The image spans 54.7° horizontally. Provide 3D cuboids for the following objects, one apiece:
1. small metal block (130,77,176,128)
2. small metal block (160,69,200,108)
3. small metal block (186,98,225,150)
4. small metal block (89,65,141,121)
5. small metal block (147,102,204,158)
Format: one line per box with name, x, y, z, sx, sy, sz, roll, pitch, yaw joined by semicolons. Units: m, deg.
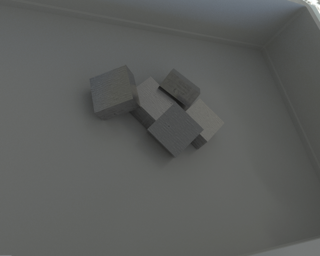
small metal block;-0.014;-0.034;0.418;0.050;0.025;0.050;44;51;2
small metal block;0.030;-0.058;0.442;0.050;0.025;0.050;37;16;-4
small metal block;0.055;-0.006;0.439;0.050;0.025;0.050;46;51;3
small metal block;-0.056;-0.043;0.384;0.050;0.025;0.050;-19;64;11
small metal block;0.019;0.003;0.398;0.050;0.025;0.050;45;82;3
